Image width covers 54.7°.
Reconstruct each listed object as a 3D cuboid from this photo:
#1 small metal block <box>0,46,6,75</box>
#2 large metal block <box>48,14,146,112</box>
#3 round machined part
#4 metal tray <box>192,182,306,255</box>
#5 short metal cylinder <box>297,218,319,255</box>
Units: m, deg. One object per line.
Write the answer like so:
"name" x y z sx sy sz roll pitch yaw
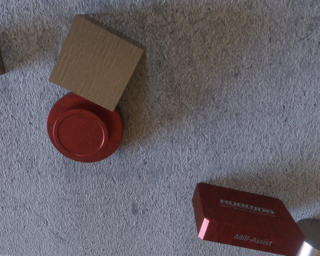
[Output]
"small metal block" -0.223 -0.088 0.375 0.050 0.025 0.050 -2 110 0
"large metal block" -0.072 -0.078 0.367 0.080 0.050 0.080 26 108 -10
"round machined part" -0.097 0.002 0.401 0.099 0.042 0.097 0 110 0
"metal tray" 0.114 0.121 0.420 0.131 0.090 0.030 13 110 -5
"short metal cylinder" 0.232 0.176 0.448 0.081 0.080 0.050 6 110 -3
